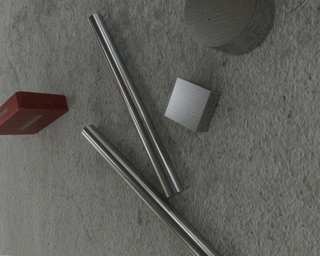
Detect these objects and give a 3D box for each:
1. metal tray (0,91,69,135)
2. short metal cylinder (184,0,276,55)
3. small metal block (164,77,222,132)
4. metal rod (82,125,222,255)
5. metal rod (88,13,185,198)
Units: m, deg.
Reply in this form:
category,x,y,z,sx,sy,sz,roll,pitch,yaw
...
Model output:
category,x,y,z,sx,sy,sz,roll,pitch,yaw
metal tray,-0.240,-0.023,0.561,0.130,0.091,0.030,-26,74,37
short metal cylinder,0.073,-0.122,0.328,0.080,0.050,0.079,0,90,40
small metal block,0.039,-0.028,0.373,0.050,0.025,0.050,30,109,36
metal rod,-0.018,0.087,0.419,0.300,0.025,0.025,40,115,32
metal rod,-0.041,-0.044,0.438,0.025,0.025,0.299,-39,66,33
